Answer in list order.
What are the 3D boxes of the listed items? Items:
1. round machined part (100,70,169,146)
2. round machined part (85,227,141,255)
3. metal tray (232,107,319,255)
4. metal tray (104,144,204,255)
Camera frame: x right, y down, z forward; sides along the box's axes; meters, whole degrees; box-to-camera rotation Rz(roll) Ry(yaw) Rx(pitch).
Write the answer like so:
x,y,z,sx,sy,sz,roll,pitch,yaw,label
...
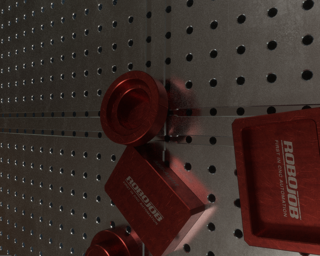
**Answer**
x,y,z,sx,sy,sz,roll,pitch,yaw,label
-0.029,-0.023,0.412,0.098,0.042,0.098,-10,72,33,round machined part
-0.075,0.201,0.458,0.098,0.042,0.097,0,90,39,round machined part
0.124,0.050,0.302,0.090,0.030,0.129,-8,85,39,metal tray
-0.013,0.093,0.415,0.130,0.030,0.089,45,117,30,metal tray
